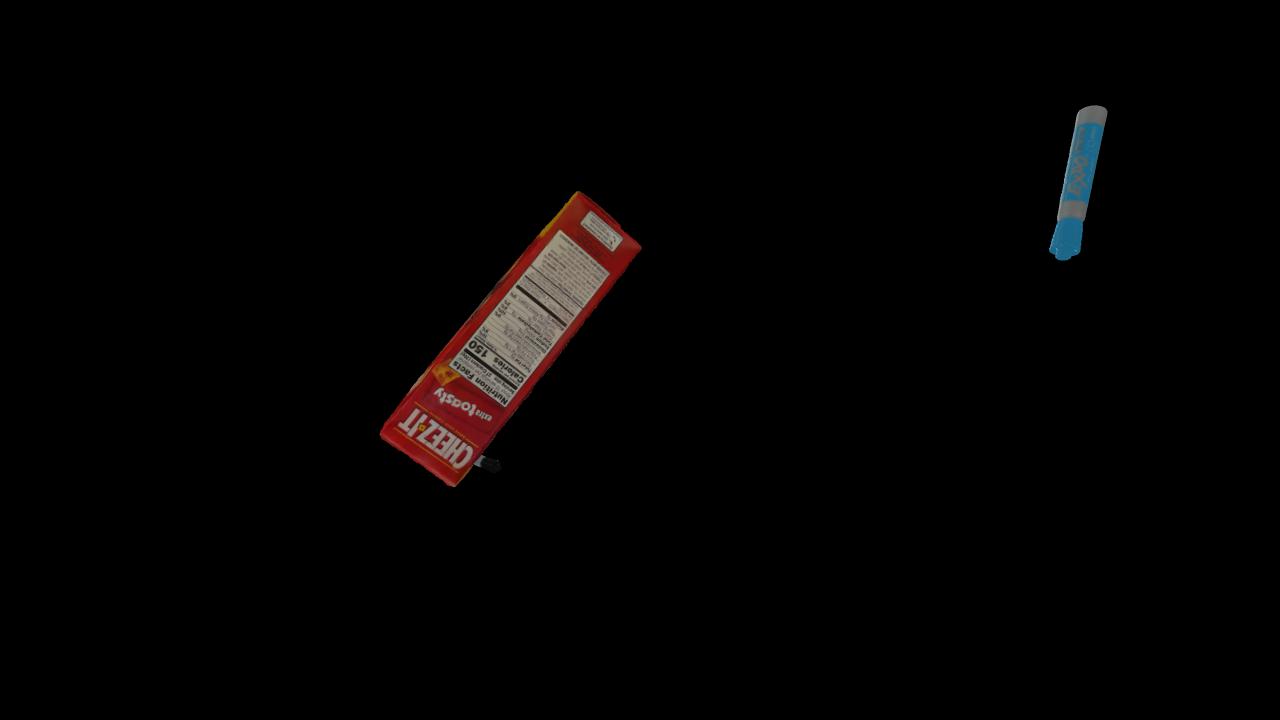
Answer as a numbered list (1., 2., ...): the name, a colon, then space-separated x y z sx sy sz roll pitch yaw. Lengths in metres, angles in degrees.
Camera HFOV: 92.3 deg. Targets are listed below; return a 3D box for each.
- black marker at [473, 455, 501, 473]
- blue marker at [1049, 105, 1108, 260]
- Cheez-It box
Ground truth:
1. black marker: -0.252 0.140 0.898 0.121 0.020 0.020 15 6 25
2. blue marker: 0.320 -0.129 0.449 0.020 0.121 0.020 18 -11 4
3. Cheez-It box: -0.109 -0.017 0.504 0.071 0.223 0.166 40 -12 -13
